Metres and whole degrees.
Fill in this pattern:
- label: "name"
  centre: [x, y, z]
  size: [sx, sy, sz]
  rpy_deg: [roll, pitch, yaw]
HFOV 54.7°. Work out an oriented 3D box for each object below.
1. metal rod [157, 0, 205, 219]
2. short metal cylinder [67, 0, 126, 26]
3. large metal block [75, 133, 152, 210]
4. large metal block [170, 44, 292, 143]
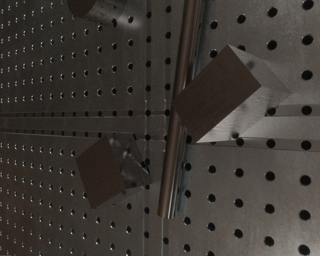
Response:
- label: "metal rod"
  centre: [0.027, -0.035, 0.385]
  size: [0.025, 0.025, 0.298]
  rpy_deg: [12, 97, 39]
- label: "short metal cylinder"
  centre: [-0.097, -0.202, 0.470]
  size: [0.080, 0.050, 0.079]
  rpy_deg: [0, 90, 39]
- label: "large metal block"
  centre: [-0.069, 0.062, 0.447]
  size: [0.080, 0.050, 0.080]
  rpy_deg: [-35, 69, 34]
- label: "large metal block"
  centre: [0.072, -0.030, 0.313]
  size: [0.080, 0.081, 0.050]
  rpy_deg: [-45, 64, 30]
